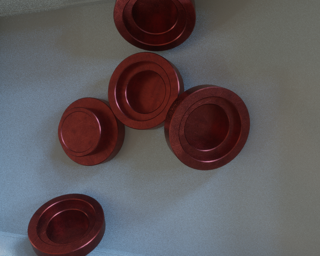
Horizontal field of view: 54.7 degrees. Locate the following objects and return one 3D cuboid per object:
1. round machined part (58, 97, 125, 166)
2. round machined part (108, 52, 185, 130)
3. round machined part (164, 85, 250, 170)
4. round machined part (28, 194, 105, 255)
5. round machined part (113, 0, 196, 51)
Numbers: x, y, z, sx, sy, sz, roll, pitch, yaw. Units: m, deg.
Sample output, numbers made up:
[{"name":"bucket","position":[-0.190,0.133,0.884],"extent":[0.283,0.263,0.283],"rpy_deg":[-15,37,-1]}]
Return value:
[{"name":"round machined part","position":[-0.103,0.005,0.438],"extent":[0.098,0.042,0.097],"rpy_deg":[0,90,20]},{"name":"round machined part","position":[-0.015,-0.046,0.405],"extent":[0.098,0.042,0.097],"rpy_deg":[-1,88,22]},{"name":"round machined part","position":[0.052,-0.003,0.366],"extent":[0.099,0.042,0.097],"rpy_deg":[-4,106,-15]},{"name":"round machined part","position":[-0.124,0.140,0.425],"extent":[0.098,0.098,0.042],"rpy_deg":[14,128,19]},{"name":"round machined part","position":[-0.006,-0.146,0.383],"extent":[0.098,0.098,0.042],"rpy_deg":[-12,53,19]}]
